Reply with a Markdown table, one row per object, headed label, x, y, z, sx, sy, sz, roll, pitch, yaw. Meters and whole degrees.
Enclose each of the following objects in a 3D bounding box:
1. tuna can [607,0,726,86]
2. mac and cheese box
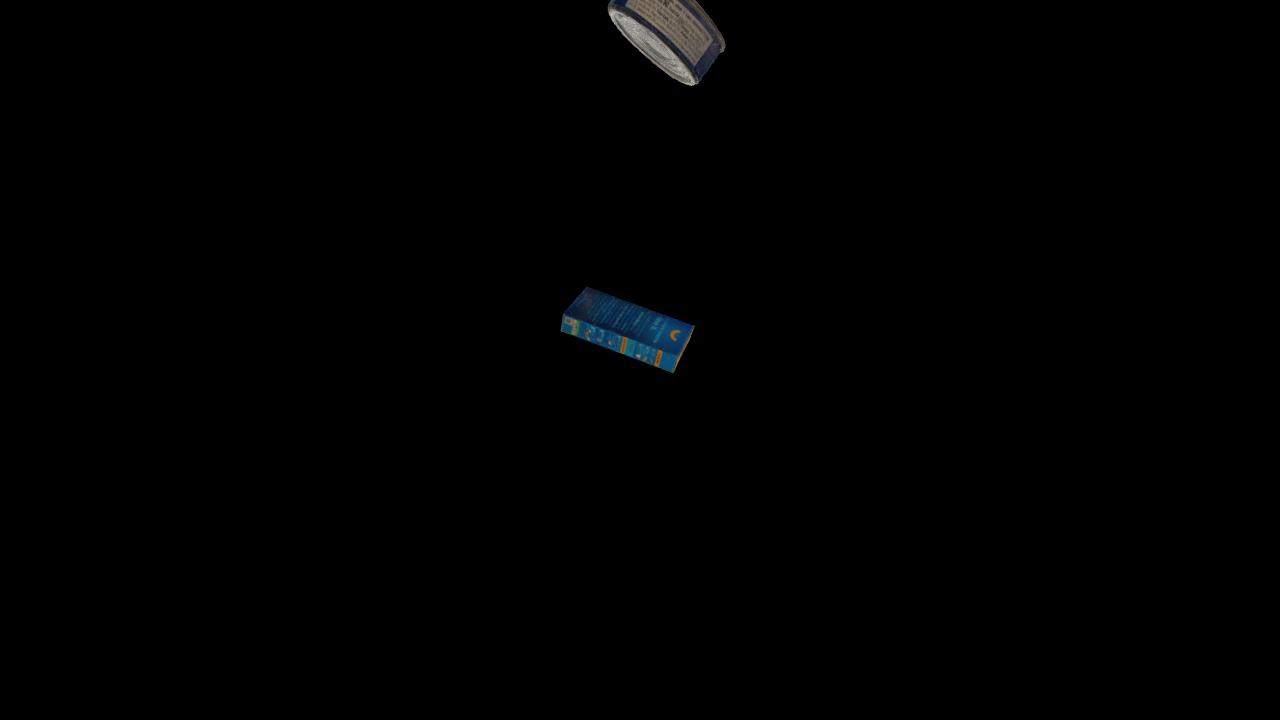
| label | x | y | z | sx | sy | sz | roll | pitch | yaw |
| --- | --- | --- | --- | --- | --- | --- | --- | --- | --- |
| tuna can | 0.018 | -0.236 | 0.440 | 0.084 | 0.034 | 0.084 | 37 | 12 | -9 |
| mac and cheese box | -0.018 | -0.049 | 0.943 | 0.184 | 0.041 | 0.093 | 21 | 38 | 8 |
